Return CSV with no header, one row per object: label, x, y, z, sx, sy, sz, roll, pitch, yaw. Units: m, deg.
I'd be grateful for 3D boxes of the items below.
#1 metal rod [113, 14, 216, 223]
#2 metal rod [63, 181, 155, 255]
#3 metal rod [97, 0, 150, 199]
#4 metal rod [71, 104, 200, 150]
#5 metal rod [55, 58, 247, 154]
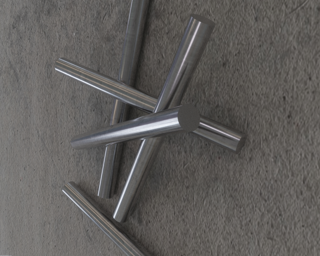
metal rod,-0.008,0.013,0.372,0.025,0.025,0.298,45,129,30
metal rod,-0.051,0.163,0.446,0.300,0.025,0.025,29,108,36
metal rod,-0.054,-0.041,0.449,0.025,0.025,0.298,19,102,38
metal rod,-0.056,0.008,0.396,0.299,0.025,0.025,-12,82,56
metal rod,-0.032,-0.040,0.405,0.300,0.025,0.025,25,106,28
